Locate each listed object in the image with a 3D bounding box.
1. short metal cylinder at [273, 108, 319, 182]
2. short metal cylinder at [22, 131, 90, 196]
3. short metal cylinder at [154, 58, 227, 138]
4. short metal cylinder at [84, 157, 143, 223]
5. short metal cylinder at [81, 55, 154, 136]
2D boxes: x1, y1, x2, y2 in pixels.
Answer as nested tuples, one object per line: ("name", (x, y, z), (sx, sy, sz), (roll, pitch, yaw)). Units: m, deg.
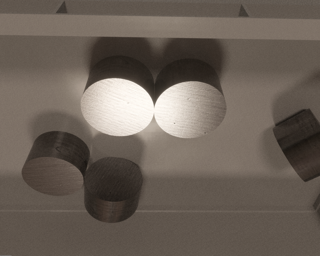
("short metal cylinder", (0.189, 0.022, 0.395), (0.050, 0.080, 0.080), (-33, 123, 25))
("short metal cylinder", (-0.143, 0.050, 0.434), (0.081, 0.050, 0.079), (0, 130, 0))
("short metal cylinder", (0.034, -0.034, 0.364), (0.081, 0.050, 0.079), (0, 130, 0))
("short metal cylinder", (-0.068, 0.088, 0.447), (0.081, 0.080, 0.050), (7, 130, -7))
("short metal cylinder", (-0.047, -0.037, 0.361), (0.081, 0.050, 0.079), (0, 130, 0))
